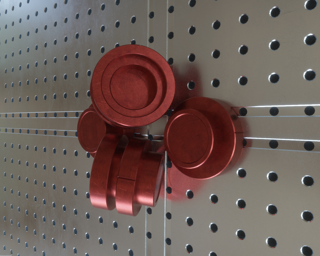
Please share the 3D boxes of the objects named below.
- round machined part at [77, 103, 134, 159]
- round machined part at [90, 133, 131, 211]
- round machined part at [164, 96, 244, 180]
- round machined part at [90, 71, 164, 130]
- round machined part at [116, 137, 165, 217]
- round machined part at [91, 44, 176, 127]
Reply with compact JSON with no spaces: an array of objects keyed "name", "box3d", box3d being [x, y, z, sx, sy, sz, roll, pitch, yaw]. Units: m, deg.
[{"name":"round machined part","box3d":[-0.089,0.003,0.473,0.098,0.042,0.097,0,90,40]},{"name":"round machined part","box3d":[-0.052,0.057,0.400,0.042,0.098,0.097,8,96,8]},{"name":"round machined part","box3d":[0.043,0.012,0.364,0.098,0.042,0.097,0,90,40]},{"name":"round machined part","box3d":[-0.042,-0.046,0.412,0.042,0.099,0.098,157,109,-79]},{"name":"round machined part","box3d":[-0.021,0.062,0.392,0.042,0.098,0.097,9,97,8]},{"name":"round machined part","box3d":[-0.033,-0.049,0.381,0.042,0.099,0.098,157,109,-79]}]
